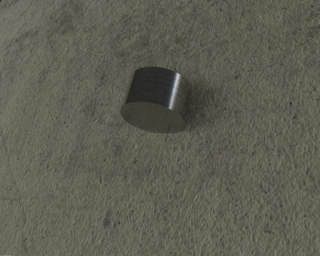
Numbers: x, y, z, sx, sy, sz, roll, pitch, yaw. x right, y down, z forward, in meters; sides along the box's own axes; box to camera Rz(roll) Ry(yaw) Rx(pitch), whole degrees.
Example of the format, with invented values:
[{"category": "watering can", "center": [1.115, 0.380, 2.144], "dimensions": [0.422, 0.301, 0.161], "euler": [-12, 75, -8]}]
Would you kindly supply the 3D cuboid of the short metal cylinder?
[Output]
[{"category": "short metal cylinder", "center": [-0.004, -0.033, 0.392], "dimensions": [0.080, 0.080, 0.050], "euler": [-1, 62, 27]}]
